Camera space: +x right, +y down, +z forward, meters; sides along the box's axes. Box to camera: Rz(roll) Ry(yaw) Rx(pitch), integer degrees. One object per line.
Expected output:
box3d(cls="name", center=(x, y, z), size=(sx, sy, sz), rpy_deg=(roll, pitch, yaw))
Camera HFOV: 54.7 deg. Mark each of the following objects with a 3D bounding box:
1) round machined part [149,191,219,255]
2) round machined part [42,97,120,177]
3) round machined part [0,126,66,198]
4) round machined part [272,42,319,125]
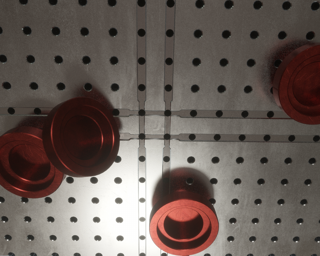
box3d(cls="round machined part", center=(0.034, 0.134, 0.454), size=(0.099, 0.042, 0.097), rpy_deg=(0, 110, -1))
box3d(cls="round machined part", center=(-0.101, 0.013, 0.388), size=(0.042, 0.098, 0.098), rpy_deg=(-13, 114, 40))
box3d(cls="round machined part", center=(-0.170, 0.042, 0.414), size=(0.099, 0.042, 0.097), rpy_deg=(1, 113, 4))
box3d(cls="round machined part", center=(0.189, -0.057, 0.386), size=(0.099, 0.042, 0.097), rpy_deg=(0, 110, -1))
